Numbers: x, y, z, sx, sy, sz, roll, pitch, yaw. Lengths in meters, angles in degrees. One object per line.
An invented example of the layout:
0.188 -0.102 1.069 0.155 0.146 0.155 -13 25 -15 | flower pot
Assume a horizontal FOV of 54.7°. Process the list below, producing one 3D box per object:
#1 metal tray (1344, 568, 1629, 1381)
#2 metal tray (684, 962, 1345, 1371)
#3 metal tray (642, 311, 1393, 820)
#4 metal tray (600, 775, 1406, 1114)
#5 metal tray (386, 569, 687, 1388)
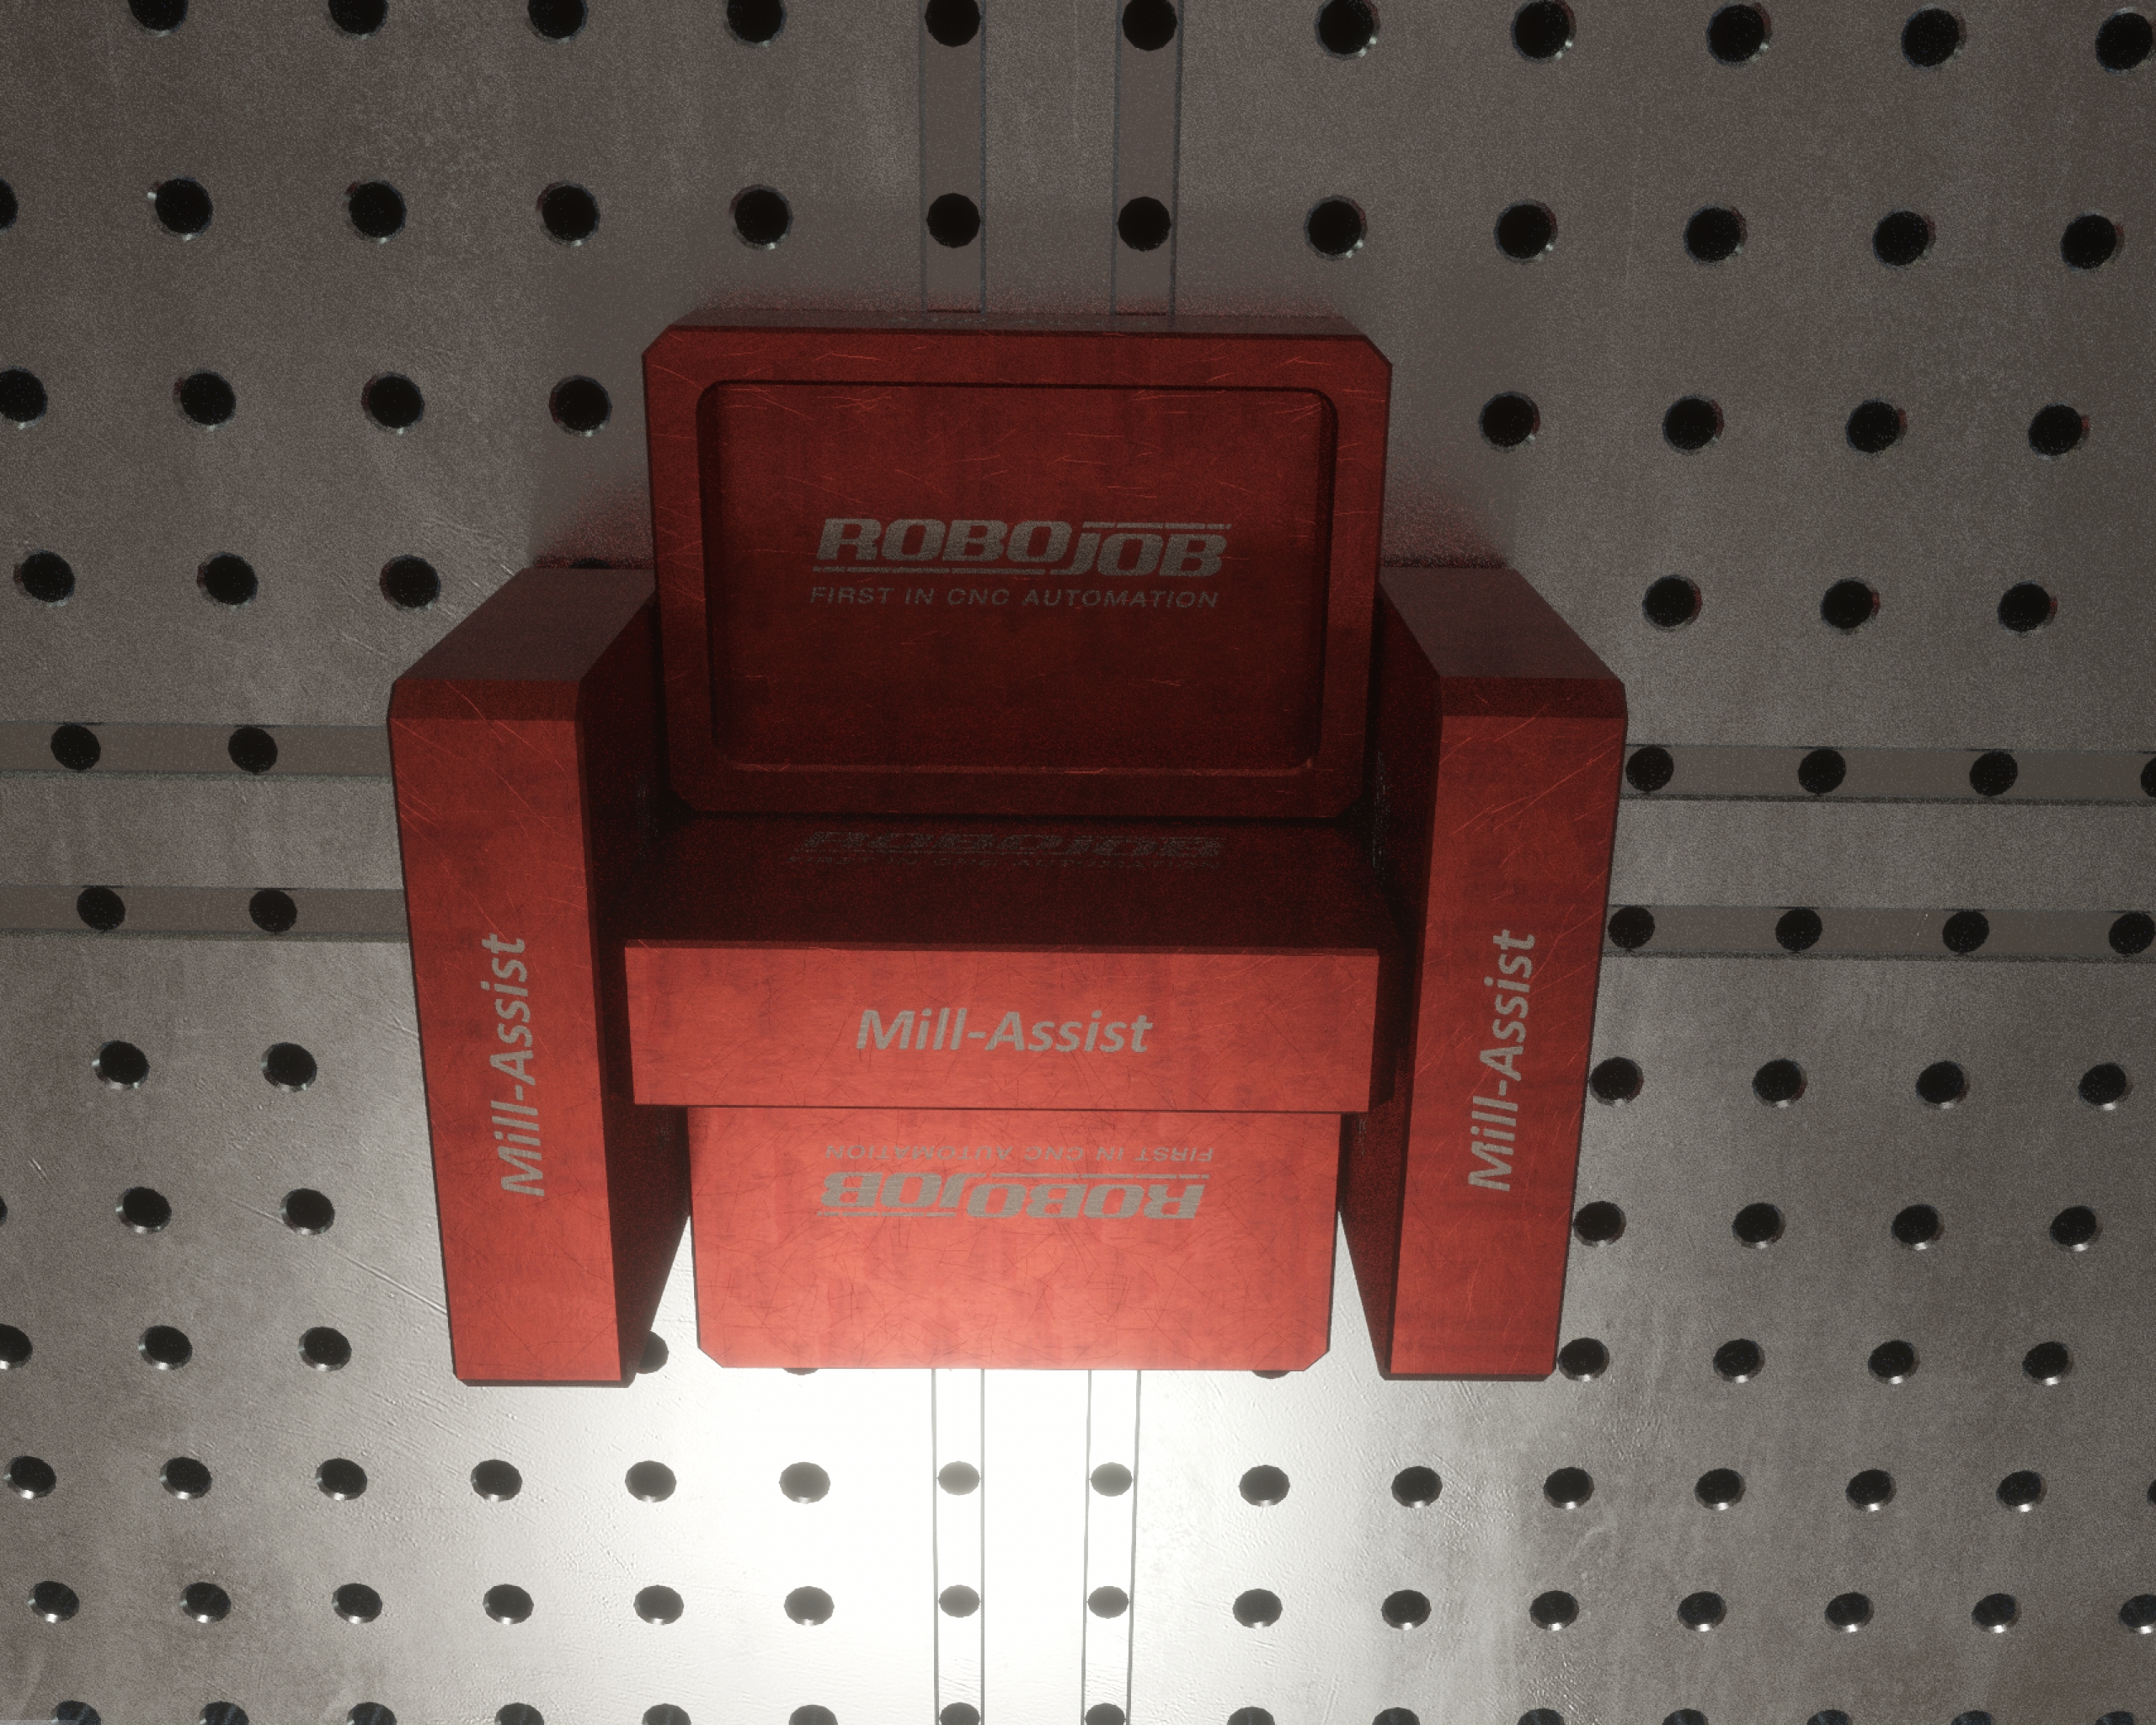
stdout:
0.069 0.018 0.386 0.030 0.090 0.129 1 110 -1 | metal tray
-0.013 0.059 0.431 0.131 0.030 0.089 1 110 -1 | metal tray
-0.011 -0.055 0.390 0.131 0.030 0.089 1 110 -1 | metal tray
-0.012 0.012 0.381 0.131 0.090 0.030 1 110 -1 | metal tray
-0.093 0.018 0.383 0.030 0.090 0.129 1 110 -1 | metal tray
